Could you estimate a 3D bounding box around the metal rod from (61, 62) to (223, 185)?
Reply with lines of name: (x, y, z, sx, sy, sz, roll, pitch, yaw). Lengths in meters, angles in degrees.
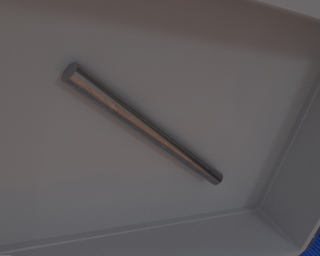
metal rod: (0.000, 0.012, 0.415, 0.025, 0.025, 0.301, -48, 129, 6)
